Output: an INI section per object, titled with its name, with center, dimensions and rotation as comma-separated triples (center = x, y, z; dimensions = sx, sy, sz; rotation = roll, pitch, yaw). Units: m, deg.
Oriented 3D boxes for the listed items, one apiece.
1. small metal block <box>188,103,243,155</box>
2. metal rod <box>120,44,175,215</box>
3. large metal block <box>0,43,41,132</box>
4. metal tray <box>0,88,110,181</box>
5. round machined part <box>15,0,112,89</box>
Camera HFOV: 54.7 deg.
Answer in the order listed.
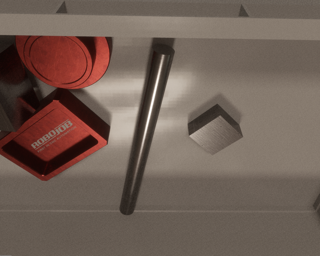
[small metal block]
center = 0.073, 0.003, 0.413
dimensions = 0.050, 0.025, 0.050
rotation = -36, 122, 26
[metal rod]
center = -0.026, 0.026, 0.430
dimensions = 0.025, 0.025, 0.298
rotation = 9, 130, -8
[large metal block]
center = -0.193, -0.045, 0.339
dimensions = 0.080, 0.050, 0.080
rotation = 5, 132, 15
[metal tray]
center = -0.144, 0.013, 0.414
dimensions = 0.130, 0.030, 0.090
rotation = -30, 124, 23
[round machined part]
center = -0.102, -0.081, 0.327
dimensions = 0.099, 0.042, 0.097
rotation = -1, 130, 0
